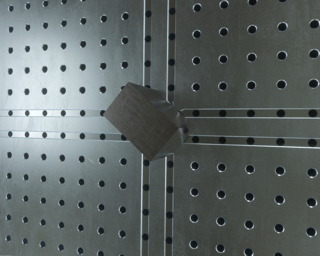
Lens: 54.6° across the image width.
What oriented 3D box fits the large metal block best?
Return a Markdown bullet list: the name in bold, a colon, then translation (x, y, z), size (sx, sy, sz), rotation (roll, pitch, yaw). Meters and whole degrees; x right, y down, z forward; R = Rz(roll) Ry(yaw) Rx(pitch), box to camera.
- **large metal block**: translation (-0.010, -0.008, 0.387), size (0.080, 0.080, 0.050), rotation (43, 104, 14)
